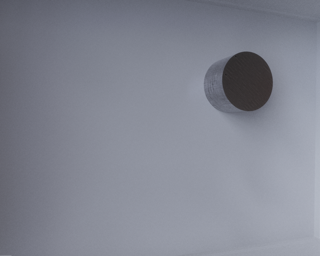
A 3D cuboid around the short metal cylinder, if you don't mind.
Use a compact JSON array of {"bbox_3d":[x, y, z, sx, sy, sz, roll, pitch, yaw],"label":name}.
[{"bbox_3d":[0.109,-0.062,0.437,0.081,0.050,0.080,0,90,-20],"label":"short metal cylinder"}]
